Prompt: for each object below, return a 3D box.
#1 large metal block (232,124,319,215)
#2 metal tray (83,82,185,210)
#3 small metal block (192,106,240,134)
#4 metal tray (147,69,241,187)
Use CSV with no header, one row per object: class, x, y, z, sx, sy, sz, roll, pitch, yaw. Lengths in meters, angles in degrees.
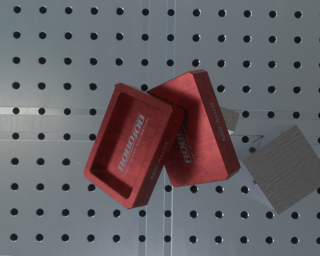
large metal block,0.155,0.051,0.402,0.080,0.050,0.080,-34,90,0
metal tray,-0.035,0.020,0.379,0.090,0.030,0.129,28,100,32
small metal block,0.068,-0.010,0.399,0.050,0.050,0.025,19,77,0
metal tray,0.035,0.004,0.384,0.090,0.030,0.129,-19,90,43
